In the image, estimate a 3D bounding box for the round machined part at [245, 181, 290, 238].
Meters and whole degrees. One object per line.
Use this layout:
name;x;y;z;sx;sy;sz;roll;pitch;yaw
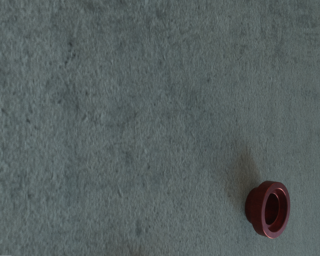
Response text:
round machined part;0.191;0.143;0.557;0.099;0.042;0.097;0;90;-40
